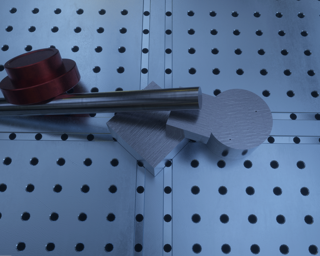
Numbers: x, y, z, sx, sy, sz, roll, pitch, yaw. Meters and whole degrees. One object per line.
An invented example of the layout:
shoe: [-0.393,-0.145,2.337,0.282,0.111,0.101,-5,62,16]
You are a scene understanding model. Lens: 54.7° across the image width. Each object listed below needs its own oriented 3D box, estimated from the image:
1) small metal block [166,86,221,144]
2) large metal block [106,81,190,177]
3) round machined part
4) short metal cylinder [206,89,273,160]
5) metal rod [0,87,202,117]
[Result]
small metal block: [0.039,-0.015,0.362,0.050,0.025,0.050,18,71,6]
large metal block: [-0.008,0.001,0.395,0.080,0.050,0.080,42,75,13]
round machined part: [-0.157,-0.072,0.398,0.099,0.042,0.098,-9,31,6]
short metal cylinder: [0.097,-0.004,0.401,0.081,0.050,0.080,0,70,0]
metal rod: [-0.101,-0.029,0.375,0.301,0.025,0.025,-1,69,17]
